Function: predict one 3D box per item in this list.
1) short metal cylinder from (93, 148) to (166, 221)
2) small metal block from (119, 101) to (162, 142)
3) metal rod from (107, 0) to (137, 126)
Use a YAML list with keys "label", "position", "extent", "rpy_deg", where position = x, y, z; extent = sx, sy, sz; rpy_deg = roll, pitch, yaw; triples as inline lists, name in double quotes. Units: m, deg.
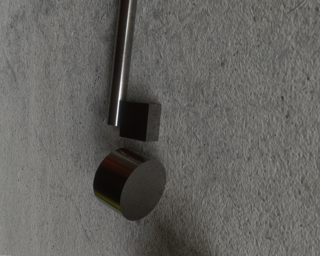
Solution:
- label: "short metal cylinder"
  position: [-0.037, 0.071, 0.398]
  extent: [0.050, 0.081, 0.079]
  rpy_deg: [19, 102, 38]
- label: "small metal block"
  position: [-0.027, -0.010, 0.426]
  extent: [0.050, 0.025, 0.050]
  rpy_deg: [9, 96, 39]
- label: "metal rod"
  position: [-0.048, -0.152, 0.442]
  extent: [0.025, 0.025, 0.298]
  rpy_deg: [11, 97, 39]
